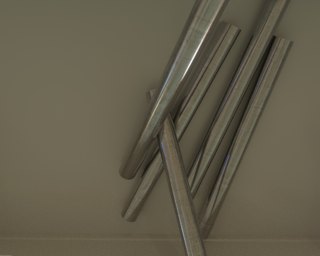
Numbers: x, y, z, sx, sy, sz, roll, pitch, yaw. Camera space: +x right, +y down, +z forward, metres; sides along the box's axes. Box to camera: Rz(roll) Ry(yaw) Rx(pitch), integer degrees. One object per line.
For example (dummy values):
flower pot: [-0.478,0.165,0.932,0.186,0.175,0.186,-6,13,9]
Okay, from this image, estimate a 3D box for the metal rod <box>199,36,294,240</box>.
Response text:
metal rod: [0.105,0.027,0.421,0.025,0.025,0.298,16,109,-6]

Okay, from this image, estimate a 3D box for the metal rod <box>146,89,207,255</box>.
metal rod: [0.030,0.097,0.378,0.025,0.025,0.299,-15,83,5]

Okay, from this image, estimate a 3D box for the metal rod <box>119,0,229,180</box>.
metal rod: [0.005,-0.034,0.334,0.025,0.025,0.298,21,134,-8]

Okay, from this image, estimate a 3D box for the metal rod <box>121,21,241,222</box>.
metal rod: [0.020,0.004,0.412,0.025,0.025,0.298,25,108,-9]

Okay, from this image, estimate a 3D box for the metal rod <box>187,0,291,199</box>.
metal rod: [0.088,-0.027,0.401,0.025,0.025,0.298,20,109,-7]
